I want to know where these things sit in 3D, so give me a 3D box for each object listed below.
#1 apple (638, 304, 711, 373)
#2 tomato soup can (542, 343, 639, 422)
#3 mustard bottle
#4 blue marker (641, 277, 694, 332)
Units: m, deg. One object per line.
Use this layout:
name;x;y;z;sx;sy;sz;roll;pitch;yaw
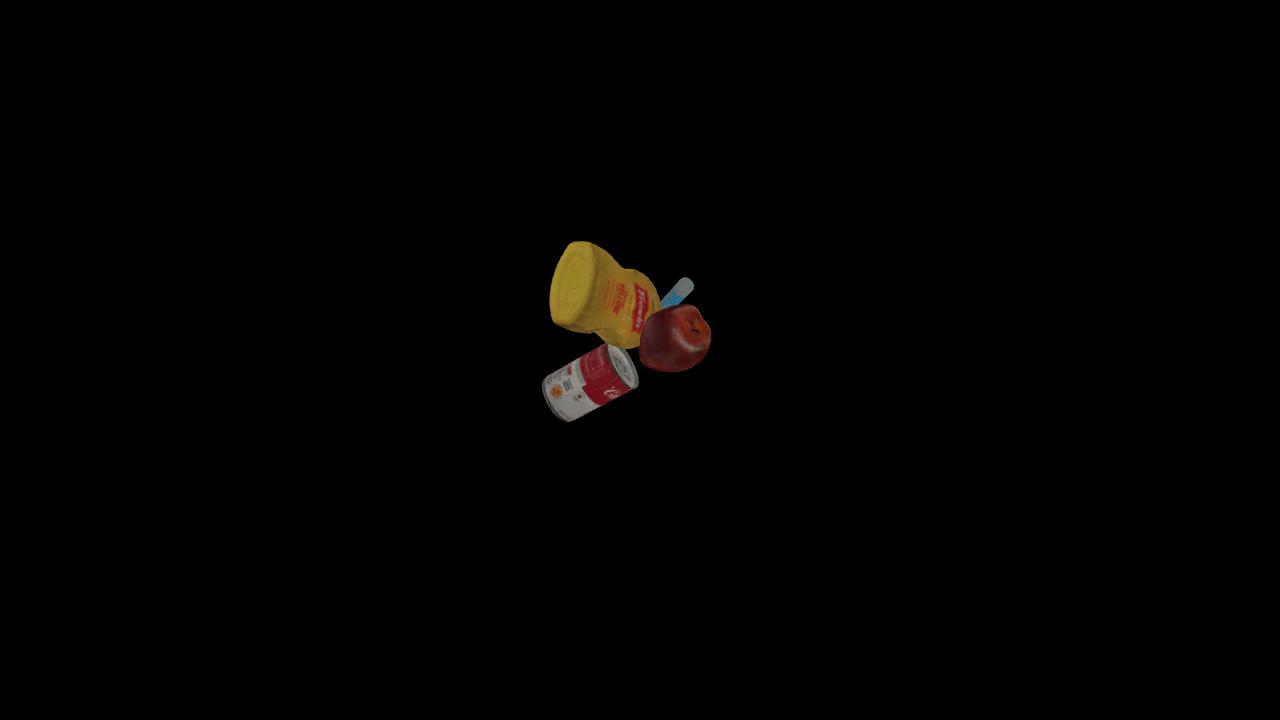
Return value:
apple;0.037;-0.022;0.698;0.079;0.079;0.093;0;-16;-37
tomato soup can;-0.062;0.027;0.757;0.101;0.068;0.068;-28;-9;18
mustard bottle;-0.021;-0.060;0.685;0.054;0.092;0.184;1;-11;34
blue marker;0.033;-0.066;0.733;0.020;0.020;0.121;0;-16;-19
